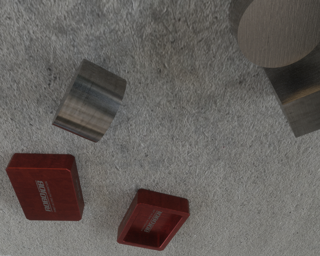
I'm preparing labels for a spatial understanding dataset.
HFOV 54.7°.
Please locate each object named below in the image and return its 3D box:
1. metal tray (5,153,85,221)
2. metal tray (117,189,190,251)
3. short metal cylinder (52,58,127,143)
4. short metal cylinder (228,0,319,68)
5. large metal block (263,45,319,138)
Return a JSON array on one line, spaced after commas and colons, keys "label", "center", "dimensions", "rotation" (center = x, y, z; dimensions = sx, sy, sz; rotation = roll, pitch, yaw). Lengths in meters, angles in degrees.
[{"label": "metal tray", "center": [-0.173, 0.096, 0.484], "dimensions": [0.091, 0.030, 0.129], "rotation": [1, 130, -2]}, {"label": "metal tray", "center": [-0.015, 0.165, 0.543], "dimensions": [0.091, 0.030, 0.129], "rotation": [16, 128, -14]}, {"label": "short metal cylinder", "center": [-0.079, -0.030, 0.345], "dimensions": [0.050, 0.080, 0.080], "rotation": [26, 125, -20]}, {"label": "short metal cylinder", "center": [0.111, -0.106, 0.301], "dimensions": [0.081, 0.050, 0.079], "rotation": [0, 130, 0]}, {"label": "large metal block", "center": [0.167, -0.047, 0.333], "dimensions": [0.080, 0.080, 0.050], "rotation": [-24, 126, 19]}]
